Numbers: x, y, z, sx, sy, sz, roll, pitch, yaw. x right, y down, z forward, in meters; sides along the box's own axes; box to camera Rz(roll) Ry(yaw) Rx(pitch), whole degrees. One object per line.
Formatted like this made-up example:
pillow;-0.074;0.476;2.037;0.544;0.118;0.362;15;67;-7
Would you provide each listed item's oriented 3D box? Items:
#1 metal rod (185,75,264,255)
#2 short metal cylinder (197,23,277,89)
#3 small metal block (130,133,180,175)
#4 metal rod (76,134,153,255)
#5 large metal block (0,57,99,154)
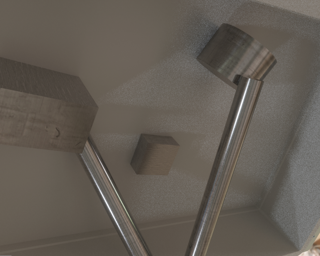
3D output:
metal rod;0.064;0.086;0.370;0.025;0.025;0.298;4;109;-31
short metal cylinder;0.091;-0.081;0.375;0.080;0.080;0.050;29;102;-38
small metal block;-0.007;0.038;0.430;0.050;0.025;0.050;7;115;-32
metal rod;-0.034;0.136;0.381;0.025;0.025;0.299;-27;98;-12
large metal block;-0.115;-0.022;0.297;0.081;0.080;0.050;11;113;-33
